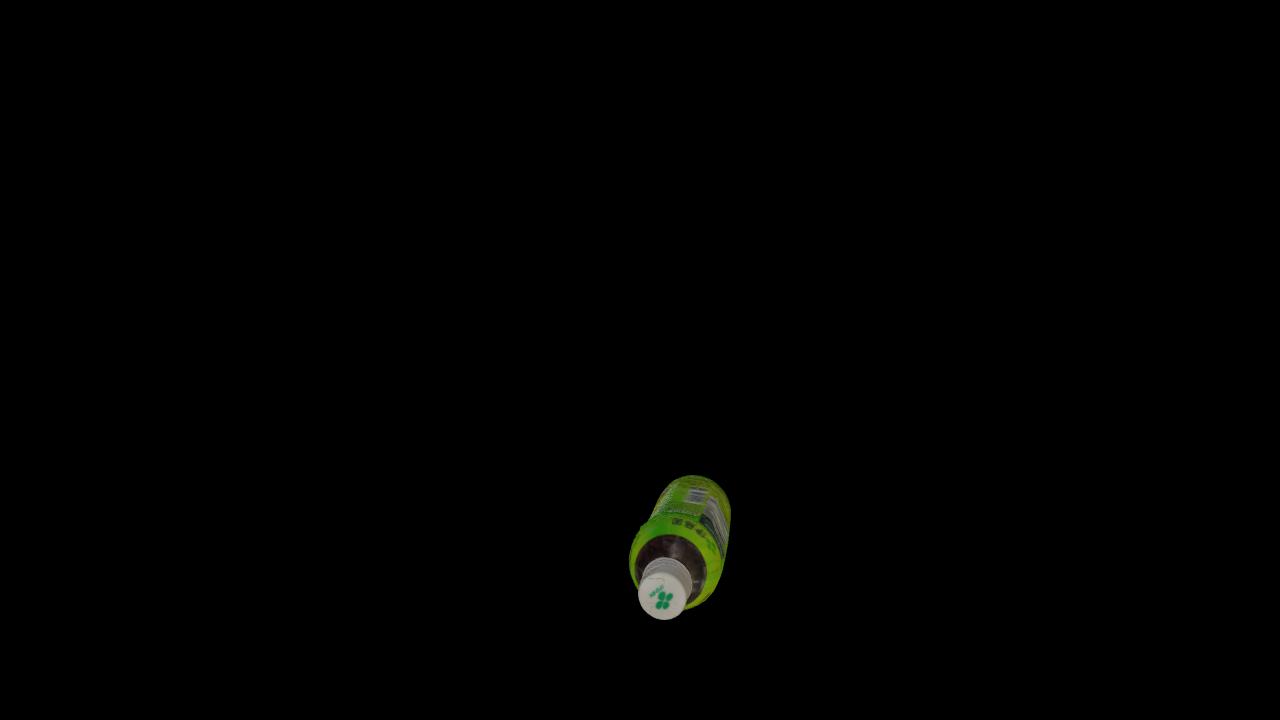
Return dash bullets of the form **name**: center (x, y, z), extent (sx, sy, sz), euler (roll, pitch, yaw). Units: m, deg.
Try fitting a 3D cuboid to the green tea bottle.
- **green tea bottle**: center (0.033, 0.142, 0.481), extent (0.073, 0.073, 0.212), euler (0, -1, 11)
